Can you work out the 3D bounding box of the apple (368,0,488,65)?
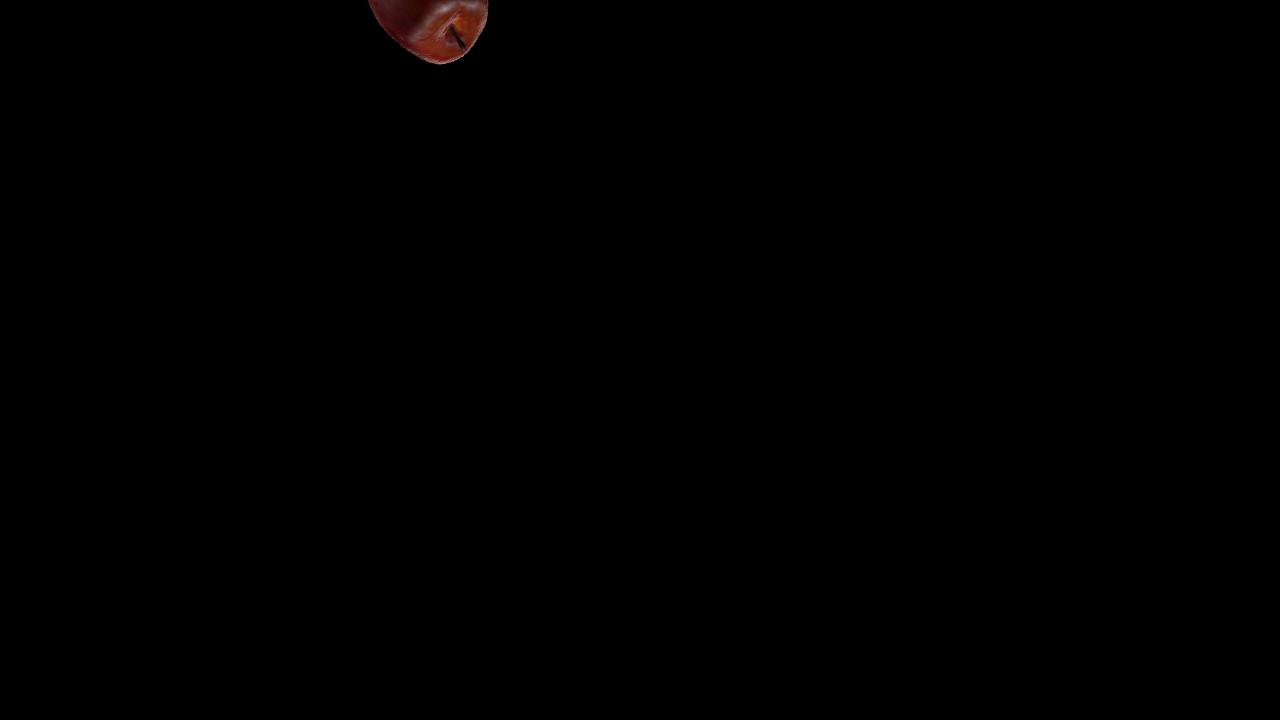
[{"bbox_3d":[-0.147,-0.252,0.423,0.079,0.093,0.079,-32,-2,-1],"label":"apple"}]
